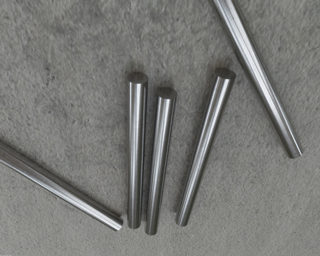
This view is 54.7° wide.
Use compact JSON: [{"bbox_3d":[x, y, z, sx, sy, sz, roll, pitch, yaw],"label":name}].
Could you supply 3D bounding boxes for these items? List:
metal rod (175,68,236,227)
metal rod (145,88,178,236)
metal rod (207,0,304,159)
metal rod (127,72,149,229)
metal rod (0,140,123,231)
[{"bbox_3d":[0.057,0.050,0.450,0.025,0.025,0.298,5,130,-5],"label":"metal rod"},{"bbox_3d":[-0.004,0.071,0.467,0.025,0.025,0.298,3,130,-3],"label":"metal rod"},{"bbox_3d":[0.111,-0.063,0.355,0.025,0.025,0.300,-25,126,20],"label":"metal rod"},{"bbox_3d":[-0.036,0.055,0.453,0.025,0.025,0.298,3,130,-3],"label":"metal rod"},{"bbox_3d":[-0.168,0.084,0.476,0.025,0.025,0.300,-32,124,24],"label":"metal rod"}]
